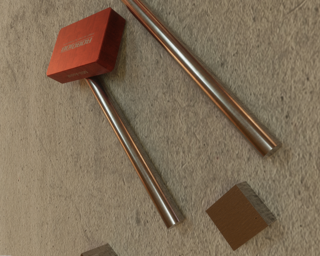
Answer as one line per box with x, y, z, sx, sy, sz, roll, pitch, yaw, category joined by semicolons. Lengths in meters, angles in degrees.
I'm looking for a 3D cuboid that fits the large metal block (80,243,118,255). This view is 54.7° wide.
-0.088;0.236;0.459;0.080;0.050;0.079;41;115;32;large metal block

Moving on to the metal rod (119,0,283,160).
0.032;-0.084;0.376;0.025;0.025;0.300;-52;60;27;metal rod

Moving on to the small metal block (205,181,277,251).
0.086;0.094;0.333;0.050;0.025;0.050;-51;61;28;small metal block

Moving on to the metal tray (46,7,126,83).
-0.116;-0.123;0.477;0.130;0.030;0.090;-4;68;39;metal tray

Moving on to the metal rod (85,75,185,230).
-0.053;0.004;0.446;0.025;0.025;0.299;-47;63;30;metal rod
